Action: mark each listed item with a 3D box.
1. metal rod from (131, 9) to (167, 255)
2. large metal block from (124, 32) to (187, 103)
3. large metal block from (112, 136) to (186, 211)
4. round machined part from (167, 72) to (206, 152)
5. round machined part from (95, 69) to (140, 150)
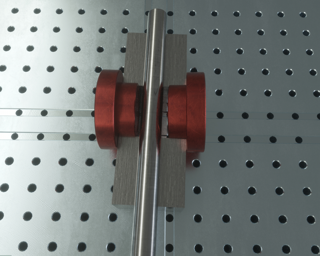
[{"bbox_3d":[-0.010,-0.010,0.362,0.025,0.025,0.299,3,70,1],"label":"metal rod"},{"bbox_3d":[-0.005,-0.082,0.428,0.080,0.050,0.080,2,70,0],"label":"large metal block"},{"bbox_3d":[-0.011,0.057,0.377,0.080,0.050,0.080,3,70,1],"label":"large metal block"},{"bbox_3d":[0.032,-0.019,0.380,0.042,0.098,0.098,0,70,5],"label":"round machined part"},{"bbox_3d":[-0.048,-0.022,0.380,0.042,0.098,0.098,2,70,1],"label":"round machined part"}]
